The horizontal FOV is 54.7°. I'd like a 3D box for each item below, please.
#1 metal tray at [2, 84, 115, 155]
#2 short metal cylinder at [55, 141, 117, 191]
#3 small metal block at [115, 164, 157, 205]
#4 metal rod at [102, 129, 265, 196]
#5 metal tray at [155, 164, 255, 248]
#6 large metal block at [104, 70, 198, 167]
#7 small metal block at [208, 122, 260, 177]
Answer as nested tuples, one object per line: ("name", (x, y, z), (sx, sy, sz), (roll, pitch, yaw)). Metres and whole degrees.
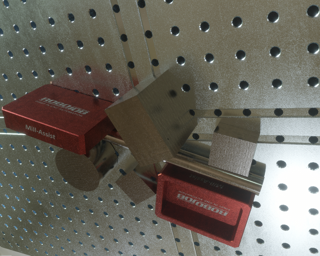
("metal tray", (-0.134, -0.017, 0.428), (0.130, 0.090, 0.030), (17, 125, 18))
("short metal cylinder", (-0.115, 0.052, 0.487), (0.080, 0.050, 0.079), (13, 124, 21))
("small metal block", (-0.033, 0.086, 0.483), (0.050, 0.025, 0.050), (48, 129, -6))
("metal rod", (-0.009, 0.029, 0.434), (0.301, 0.025, 0.025), (18, 126, 17))
("metal tray", (0.060, 0.109, 0.443), (0.130, 0.030, 0.089), (17, 126, 18))
("large metal block", (-0.007, -0.013, 0.373), (0.050, 0.080, 0.080), (-20, 108, 36))
("small metal block", (0.090, 0.026, 0.380), (0.050, 0.025, 0.050), (16, 125, 19))
